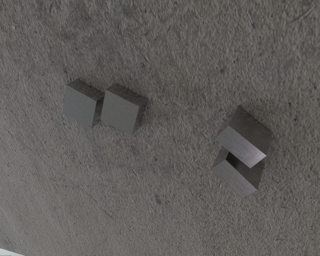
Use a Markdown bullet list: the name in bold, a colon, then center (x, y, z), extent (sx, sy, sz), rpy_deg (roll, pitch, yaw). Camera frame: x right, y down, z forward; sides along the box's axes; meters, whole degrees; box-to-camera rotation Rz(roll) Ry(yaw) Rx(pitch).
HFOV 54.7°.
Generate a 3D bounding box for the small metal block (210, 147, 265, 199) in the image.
- **small metal block**: center (0.094, 0.047, 0.370), extent (0.050, 0.050, 0.025), rpy_deg (44, 129, -3)

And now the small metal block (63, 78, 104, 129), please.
- **small metal block**: center (-0.108, -0.035, 0.442), extent (0.050, 0.025, 0.050), rpy_deg (28, 128, 10)

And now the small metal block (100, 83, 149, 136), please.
- **small metal block**: center (-0.049, -0.025, 0.417), extent (0.050, 0.025, 0.050), rpy_deg (27, 128, 11)

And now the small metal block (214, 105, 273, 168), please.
- **small metal block**: center (0.095, 0.008, 0.346), extent (0.050, 0.050, 0.025), rpy_deg (39, 129, 1)
